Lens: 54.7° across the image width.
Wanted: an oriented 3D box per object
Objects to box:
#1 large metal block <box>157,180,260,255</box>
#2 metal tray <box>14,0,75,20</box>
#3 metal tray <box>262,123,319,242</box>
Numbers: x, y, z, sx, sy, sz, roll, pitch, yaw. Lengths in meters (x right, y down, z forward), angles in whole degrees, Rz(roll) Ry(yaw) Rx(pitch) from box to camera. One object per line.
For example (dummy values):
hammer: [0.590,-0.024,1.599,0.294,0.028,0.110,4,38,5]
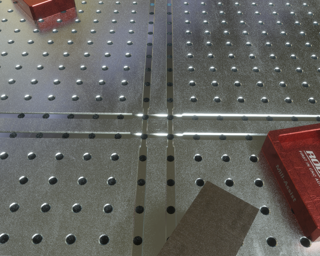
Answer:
large metal block: [0.041,0.109,0.281,0.050,0.080,0.080,28,55,21]
metal tray: [-0.245,-0.274,0.633,0.091,0.030,0.130,-31,57,-24]
metal tray: [0.188,0.055,0.358,0.091,0.030,0.130,-8,51,-7]
